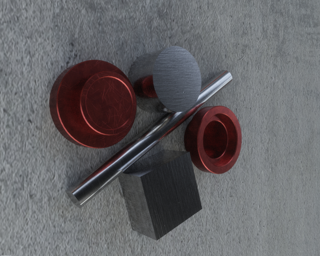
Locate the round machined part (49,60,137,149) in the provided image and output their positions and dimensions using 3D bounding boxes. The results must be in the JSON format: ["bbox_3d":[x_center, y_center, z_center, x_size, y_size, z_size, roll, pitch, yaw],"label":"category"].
[{"bbox_3d":[-0.065,-0.026,0.340,0.099,0.042,0.097,0,90,-40],"label":"round machined part"}]

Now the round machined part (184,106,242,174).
[{"bbox_3d":[0.074,0.017,0.457,0.099,0.042,0.097,0,90,-40],"label":"round machined part"}]

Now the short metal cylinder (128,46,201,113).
[{"bbox_3d":[0.007,-0.059,0.395,0.081,0.050,0.079,0,90,-40],"label":"short metal cylinder"}]

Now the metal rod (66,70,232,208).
[{"bbox_3d":[0.006,-0.003,0.413,0.302,0.025,0.025,-39,114,-33],"label":"metal rod"}]

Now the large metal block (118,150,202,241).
[{"bbox_3d":[0.001,0.079,0.392,0.081,0.050,0.080,-22,104,-38],"label":"large metal block"}]
